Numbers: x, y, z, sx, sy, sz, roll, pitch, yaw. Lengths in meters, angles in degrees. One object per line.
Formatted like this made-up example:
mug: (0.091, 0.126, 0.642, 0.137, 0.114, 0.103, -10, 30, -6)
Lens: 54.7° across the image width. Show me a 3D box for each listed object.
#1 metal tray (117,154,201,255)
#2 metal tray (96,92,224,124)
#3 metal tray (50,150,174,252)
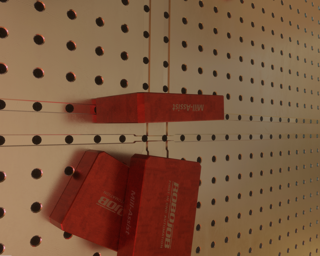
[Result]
metal tray: (0.002, 0.100, 0.370, 0.091, 0.030, 0.129, 13, 82, -40)
metal tray: (0.002, -0.022, 0.370, 0.131, 0.090, 0.030, -3, 92, -40)
metal tray: (-0.049, 0.094, 0.367, 0.130, 0.030, 0.090, 38, 67, -34)
